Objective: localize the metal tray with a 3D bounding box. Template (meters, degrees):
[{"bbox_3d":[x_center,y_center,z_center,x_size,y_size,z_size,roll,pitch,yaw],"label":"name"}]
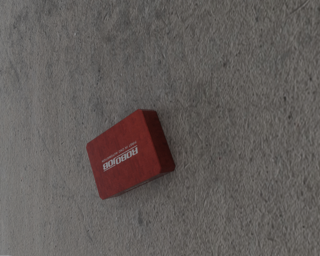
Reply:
[{"bbox_3d":[-0.047,0.040,0.442,0.130,0.030,0.090,-30,71,36],"label":"metal tray"}]
